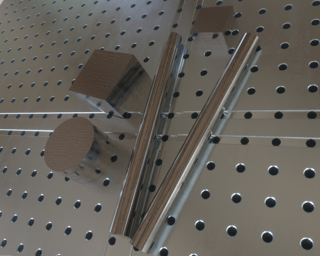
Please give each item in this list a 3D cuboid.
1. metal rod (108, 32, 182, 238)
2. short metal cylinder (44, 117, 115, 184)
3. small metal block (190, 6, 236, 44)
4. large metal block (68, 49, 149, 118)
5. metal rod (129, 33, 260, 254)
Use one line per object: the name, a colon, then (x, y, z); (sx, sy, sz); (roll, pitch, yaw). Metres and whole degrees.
metal rod: (-0.012, -0.009, 0.418); (0.025, 0.025, 0.300); (1, 62, 28)
short metal cylinder: (-0.111, 0.031, 0.429); (0.080, 0.050, 0.080); (-13, 56, 21)
small metal block: (0.079, -0.152, 0.459); (0.050, 0.025, 0.050); (10, 67, 32)
large metal block: (-0.077, -0.069, 0.474); (0.080, 0.050, 0.080); (16, 70, 34)
metal rod: (0.050, 0.006, 0.377); (0.025, 0.025, 0.300); (19, 71, 35)
